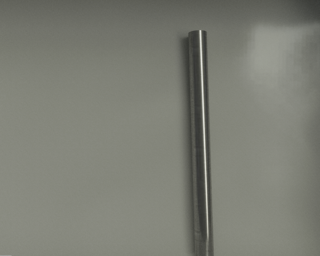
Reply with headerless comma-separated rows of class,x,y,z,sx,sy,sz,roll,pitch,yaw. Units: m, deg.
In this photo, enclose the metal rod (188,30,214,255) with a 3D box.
metal rod,0.055,0.023,0.412,0.025,0.025,0.298,-2,90,-1
